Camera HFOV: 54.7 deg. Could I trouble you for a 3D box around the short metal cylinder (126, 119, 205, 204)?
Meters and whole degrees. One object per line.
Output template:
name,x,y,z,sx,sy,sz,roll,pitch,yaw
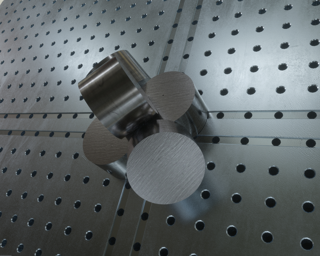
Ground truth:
short metal cylinder,0.004,0.035,0.339,0.080,0.080,0.050,-35,16,5

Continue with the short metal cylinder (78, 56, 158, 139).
short metal cylinder,-0.046,-0.034,0.351,0.050,0.080,0.080,-36,52,4

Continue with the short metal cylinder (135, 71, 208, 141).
short metal cylinder,0.015,-0.026,0.398,0.080,0.050,0.080,-13,56,20

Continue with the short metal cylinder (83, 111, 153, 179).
short metal cylinder,-0.052,0.020,0.405,0.080,0.050,0.080,-13,56,20

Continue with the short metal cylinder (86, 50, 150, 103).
short metal cylinder,-0.059,-0.062,0.431,0.080,0.080,0.050,-39,85,1
